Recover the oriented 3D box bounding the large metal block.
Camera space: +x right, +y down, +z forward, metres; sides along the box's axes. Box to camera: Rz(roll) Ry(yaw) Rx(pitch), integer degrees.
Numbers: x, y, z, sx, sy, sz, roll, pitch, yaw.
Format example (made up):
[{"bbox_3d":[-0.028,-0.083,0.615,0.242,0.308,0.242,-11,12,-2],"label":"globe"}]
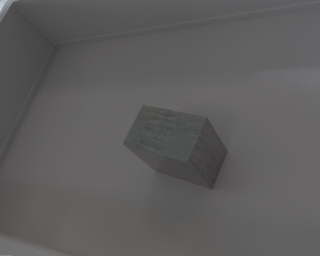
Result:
[{"bbox_3d":[0.020,0.022,0.347,0.080,0.080,0.050,13,69,33],"label":"large metal block"}]
